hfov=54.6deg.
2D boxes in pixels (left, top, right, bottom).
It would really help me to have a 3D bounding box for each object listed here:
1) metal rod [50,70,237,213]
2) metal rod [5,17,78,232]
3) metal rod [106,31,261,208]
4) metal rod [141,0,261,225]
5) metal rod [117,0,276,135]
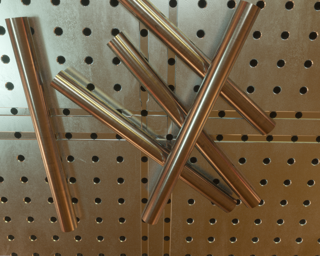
[{"bbox_3d":[-0.013,0.025,0.422,0.301,0.025,0.025,37,106,-13],"label":"metal rod"},{"bbox_3d":[-0.152,0.010,0.415,0.025,0.025,0.298,-6,110,2],"label":"metal rod"},{"bbox_3d":[0.041,0.000,0.413,0.025,0.025,0.300,-38,106,13],"label":"metal rod"},{"bbox_3d":[0.042,-0.004,0.384,0.025,0.025,0.298,21,109,-8],"label":"metal rod"},{"bbox_3d":[0.033,-0.094,0.378,0.300,0.025,0.025,40,105,-14],"label":"metal rod"}]
